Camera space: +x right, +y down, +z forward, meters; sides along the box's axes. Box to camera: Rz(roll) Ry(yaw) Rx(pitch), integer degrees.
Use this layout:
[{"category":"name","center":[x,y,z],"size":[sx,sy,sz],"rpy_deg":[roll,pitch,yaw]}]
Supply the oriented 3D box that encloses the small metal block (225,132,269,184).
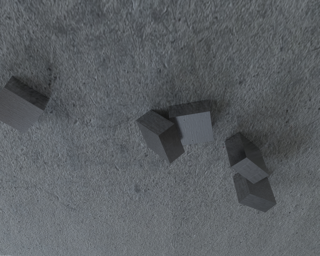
[{"category":"small metal block","center":[0.119,0.041,0.427],"size":[0.050,0.050,0.025],"rpy_deg":[36,122,-26]}]

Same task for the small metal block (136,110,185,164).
[{"category":"small metal block","center":[0.001,0.011,0.397],"size":[0.025,0.050,0.050],"rpy_deg":[-37,131,-18]}]

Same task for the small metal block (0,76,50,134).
[{"category":"small metal block","center":[-0.175,-0.027,0.382],"size":[0.050,0.025,0.050],"rpy_deg":[35,122,-26]}]

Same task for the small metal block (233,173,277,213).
[{"category":"small metal block","center":[0.143,0.094,0.473],"size":[0.050,0.050,0.025],"rpy_deg":[23,126,-18]}]

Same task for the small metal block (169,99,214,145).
[{"category":"small metal block","center":[0.041,-0.006,0.403],"size":[0.050,0.025,0.050],"rpy_deg":[-9,130,7]}]
